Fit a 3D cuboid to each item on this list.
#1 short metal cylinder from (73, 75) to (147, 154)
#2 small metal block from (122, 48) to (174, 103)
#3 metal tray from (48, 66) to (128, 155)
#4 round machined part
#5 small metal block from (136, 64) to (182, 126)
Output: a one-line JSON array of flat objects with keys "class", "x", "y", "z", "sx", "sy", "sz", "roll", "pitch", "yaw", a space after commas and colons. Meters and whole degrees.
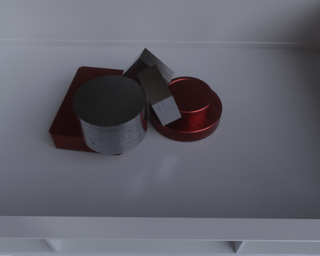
[{"class": "short metal cylinder", "x": -0.056, "y": -0.016, "z": 0.361, "sx": 0.081, "sy": 0.050, "sz": 0.080, "roll": 0, "pitch": 50, "yaw": 0}, {"class": "small metal block", "x": -0.018, "y": -0.069, "z": 0.411, "sx": 0.050, "sy": 0.050, "sz": 0.025, "roll": 38, "pitch": 44, "yaw": -17}, {"class": "metal tray", "x": -0.082, "y": -0.028, "z": 0.420, "sx": 0.091, "sy": 0.030, "sz": 0.130, "roll": 6, "pitch": 50, "yaw": 4}, {"class": "round machined part", "x": 0.035, "y": -0.032, "z": 0.419, "sx": 0.099, "sy": 0.042, "sz": 0.098, "roll": 0, "pitch": 50, "yaw": 0}, {"class": "small metal block", "x": 0.000, "y": -0.038, "z": 0.368, "sx": 0.025, "sy": 0.050, "sz": 0.050, "roll": -26, "pitch": 60, "yaw": 2}]
